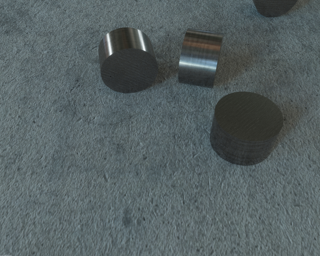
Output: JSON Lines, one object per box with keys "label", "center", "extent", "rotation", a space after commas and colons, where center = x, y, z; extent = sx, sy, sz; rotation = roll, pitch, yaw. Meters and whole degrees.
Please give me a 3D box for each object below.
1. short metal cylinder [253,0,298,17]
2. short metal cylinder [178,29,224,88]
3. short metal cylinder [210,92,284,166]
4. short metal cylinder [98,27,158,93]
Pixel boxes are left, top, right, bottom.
{"label": "short metal cylinder", "center": [0.215, -0.259, 0.587], "extent": [0.081, 0.080, 0.050], "rotation": [-2, 50, -2]}
{"label": "short metal cylinder", "center": [0.060, -0.101, 0.453], "extent": [0.050, 0.080, 0.080], "rotation": [11, 51, 9]}
{"label": "short metal cylinder", "center": [0.106, 0.000, 0.388], "extent": [0.080, 0.050, 0.080], "rotation": [0, 50, 0]}
{"label": "short metal cylinder", "center": [-0.047, -0.097, 0.448], "extent": [0.081, 0.080, 0.050], "rotation": [-8, 51, -7]}
